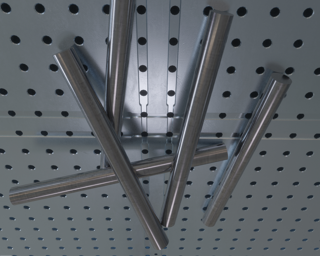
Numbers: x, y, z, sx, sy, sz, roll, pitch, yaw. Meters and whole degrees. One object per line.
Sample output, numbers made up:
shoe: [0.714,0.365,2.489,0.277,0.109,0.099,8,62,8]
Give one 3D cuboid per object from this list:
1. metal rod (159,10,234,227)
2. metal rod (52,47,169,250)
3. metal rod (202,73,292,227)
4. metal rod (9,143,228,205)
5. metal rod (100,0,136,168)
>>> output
metal rod: [0.036,0.010,0.386,0.025,0.025,0.298,8,120,-7]
metal rod: [-0.053,0.042,0.398,0.025,0.025,0.299,-17,113,14]
metal rod: [0.115,0.054,0.457,0.025,0.025,0.298,8,130,-7]
metal rod: [-0.055,0.064,0.434,0.302,0.025,0.025,-12,130,-2]
metal rod: [-0.055,-0.041,0.375,0.025,0.025,0.298,7,130,-6]
